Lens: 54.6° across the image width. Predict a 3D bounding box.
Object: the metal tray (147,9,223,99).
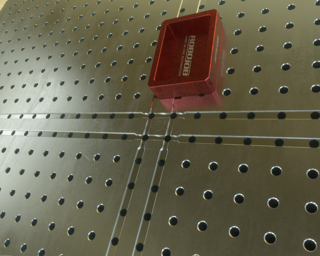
[{"bbox_3d":[0.039,-0.108,0.451,0.090,0.030,0.130,-3,60,26],"label":"metal tray"}]
